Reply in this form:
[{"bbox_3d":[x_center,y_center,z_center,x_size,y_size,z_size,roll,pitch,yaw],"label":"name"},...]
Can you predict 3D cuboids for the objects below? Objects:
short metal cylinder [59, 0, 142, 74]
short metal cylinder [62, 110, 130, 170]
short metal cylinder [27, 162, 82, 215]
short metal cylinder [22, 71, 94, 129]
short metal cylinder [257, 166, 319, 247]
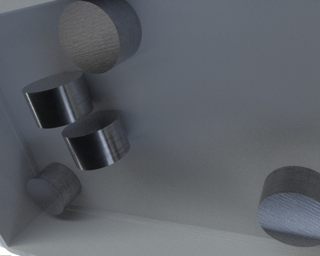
[{"bbox_3d":[-0.069,-0.110,0.361,0.080,0.050,0.079,13,124,21],"label":"short metal cylinder"},{"bbox_3d":[-0.087,0.015,0.428,0.080,0.080,0.050,-3,117,29],"label":"short metal cylinder"},{"bbox_3d":[-0.191,0.109,0.561,0.080,0.050,0.079,13,124,21],"label":"short metal cylinder"},{"bbox_3d":[-0.137,-0.040,0.421,0.080,0.080,0.050,1,119,28],"label":"short metal cylinder"},{"bbox_3d":[0.160,0.092,0.365,0.080,0.050,0.079,13,124,21],"label":"short metal cylinder"}]
